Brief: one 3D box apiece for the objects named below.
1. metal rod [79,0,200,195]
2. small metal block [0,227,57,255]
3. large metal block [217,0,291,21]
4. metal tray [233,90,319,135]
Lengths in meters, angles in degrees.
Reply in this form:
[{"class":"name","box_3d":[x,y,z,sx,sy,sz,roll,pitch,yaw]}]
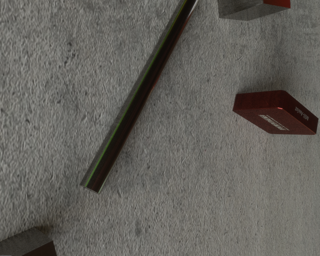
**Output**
[{"class":"metal rod","box_3d":[-0.016,-0.059,0.392,0.025,0.025,0.300,40,66,-33]},{"class":"small metal block","box_3d":[-0.128,0.119,0.282,0.050,0.050,0.025,-18,102,-39]},{"class":"large metal block","box_3d":[0.150,-0.210,0.497,0.081,0.080,0.050,-12,98,-40]},{"class":"metal tray","box_3d":[0.200,-0.023,0.533,0.131,0.090,0.030,24,75,-38]}]
